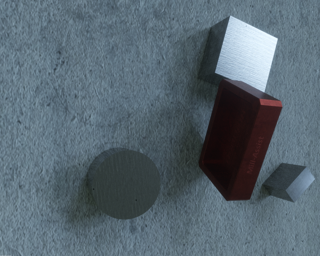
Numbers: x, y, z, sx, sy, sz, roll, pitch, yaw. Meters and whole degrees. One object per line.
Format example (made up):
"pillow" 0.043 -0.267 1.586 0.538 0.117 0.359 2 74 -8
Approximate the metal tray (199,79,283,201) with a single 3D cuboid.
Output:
"metal tray" 0.093 0.013 0.386 0.030 0.090 0.129 4 112 -20

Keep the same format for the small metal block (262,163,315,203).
"small metal block" 0.194 0.081 0.470 0.050 0.050 0.025 -42 104 -15

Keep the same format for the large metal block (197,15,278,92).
"large metal block" 0.109 -0.098 0.437 0.081 0.050 0.080 18 84 -20

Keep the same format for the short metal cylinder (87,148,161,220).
"short metal cylinder" -0.046 0.065 0.380 0.081 0.050 0.079 0 90 -21
